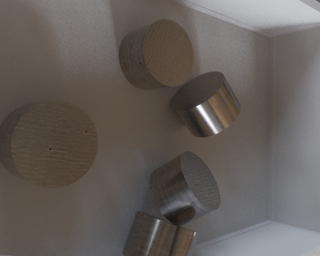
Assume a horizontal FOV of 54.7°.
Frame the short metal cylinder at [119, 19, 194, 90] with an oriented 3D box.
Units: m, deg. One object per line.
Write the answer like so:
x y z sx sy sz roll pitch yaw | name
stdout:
-0.004 -0.089 0.389 0.081 0.050 0.079 0 90 -40 | short metal cylinder

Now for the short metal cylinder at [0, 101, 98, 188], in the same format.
-0.109 0.015 0.300 0.081 0.050 0.079 0 90 -40 | short metal cylinder

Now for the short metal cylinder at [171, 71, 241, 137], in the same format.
0.063 -0.033 0.426 0.080 0.080 0.050 -52 121 -27 | short metal cylinder

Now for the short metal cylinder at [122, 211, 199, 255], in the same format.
0.001 0.138 0.373 0.080 0.080 0.050 30 73 -36 | short metal cylinder

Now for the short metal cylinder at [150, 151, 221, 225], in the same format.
0.033 0.077 0.396 0.080 0.050 0.080 40 29 -28 | short metal cylinder
